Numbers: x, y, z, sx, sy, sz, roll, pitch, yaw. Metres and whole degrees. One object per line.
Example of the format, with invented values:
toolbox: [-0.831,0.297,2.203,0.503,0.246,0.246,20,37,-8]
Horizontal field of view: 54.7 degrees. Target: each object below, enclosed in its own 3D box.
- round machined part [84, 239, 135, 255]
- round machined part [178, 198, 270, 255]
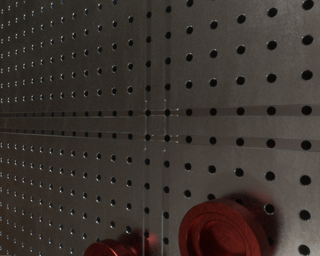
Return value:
round machined part: [-0.067,0.211,0.451,0.098,0.042,0.097,0,90,39]
round machined part: [0.072,0.126,0.338,0.098,0.042,0.097,0,90,39]
